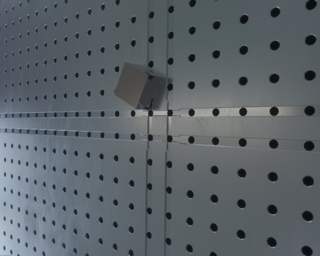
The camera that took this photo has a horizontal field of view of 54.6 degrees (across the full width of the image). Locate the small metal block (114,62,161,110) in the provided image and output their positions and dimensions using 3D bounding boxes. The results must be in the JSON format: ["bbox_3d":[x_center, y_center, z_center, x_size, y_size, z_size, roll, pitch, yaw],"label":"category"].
[{"bbox_3d":[-0.033,-0.059,0.438,0.050,0.025,0.050,34,111,35],"label":"small metal block"}]
